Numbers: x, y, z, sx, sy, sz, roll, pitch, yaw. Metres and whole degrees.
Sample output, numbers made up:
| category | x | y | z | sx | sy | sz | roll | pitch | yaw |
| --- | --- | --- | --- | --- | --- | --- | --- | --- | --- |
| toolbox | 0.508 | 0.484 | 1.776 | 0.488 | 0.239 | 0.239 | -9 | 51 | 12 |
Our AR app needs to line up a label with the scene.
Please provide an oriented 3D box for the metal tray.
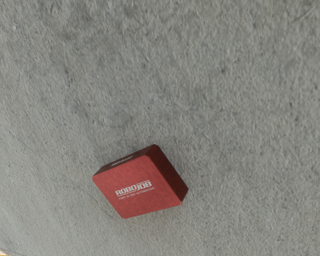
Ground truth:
| category | x | y | z | sx | sy | sz | roll | pitch | yaw |
| --- | --- | --- | --- | --- | --- | --- | --- | --- | --- |
| metal tray | -0.033 | 0.086 | 0.475 | 0.130 | 0.030 | 0.090 | -25 | 105 | 37 |
